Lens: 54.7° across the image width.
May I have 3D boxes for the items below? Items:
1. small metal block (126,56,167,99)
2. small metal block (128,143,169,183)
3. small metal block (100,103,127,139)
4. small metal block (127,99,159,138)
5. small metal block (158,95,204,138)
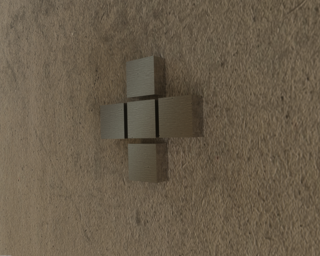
[{"bbox_3d":[-0.019,-0.067,0.420,0.050,0.025,0.050,-2,89,39],"label":"small metal block"},{"bbox_3d":[-0.016,0.046,0.418,0.050,0.025,0.050,-3,88,39],"label":"small metal block"},{"bbox_3d":[-0.061,-0.009,0.455,0.050,0.025,0.050,-2,89,39],"label":"small metal block"},{"bbox_3d":[-0.017,-0.011,0.419,0.050,0.025,0.050,-2,89,39],"label":"small metal block"},{"bbox_3d":[0.026,-0.013,0.384,0.050,0.025,0.050,-2,89,39],"label":"small metal block"}]
